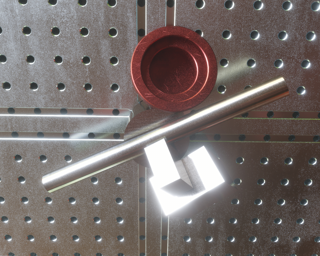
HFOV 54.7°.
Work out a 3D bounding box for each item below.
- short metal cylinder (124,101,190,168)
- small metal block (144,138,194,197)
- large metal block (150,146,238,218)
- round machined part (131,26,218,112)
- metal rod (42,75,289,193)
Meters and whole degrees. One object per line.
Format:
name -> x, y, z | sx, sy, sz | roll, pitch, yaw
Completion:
short metal cylinder -> -0.004, 0.006, 0.401 | 0.081, 0.050, 0.079 | 0, 110, -1
small metal block -> 0.011, 0.046, 0.352 | 0.025, 0.050, 0.050 | -28, 150, 9
large metal block -> 0.046, 0.074, 0.404 | 0.080, 0.050, 0.080 | -33, 152, 11
round machined part -> 0.015, -0.066, 0.368 | 0.099, 0.042, 0.097 | 0, 88, -6
metal rod -> 0.000, 0.011, 0.363 | 0.301, 0.025, 0.025 | -23, 109, 7
